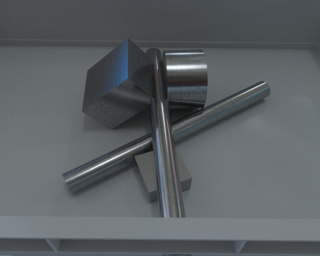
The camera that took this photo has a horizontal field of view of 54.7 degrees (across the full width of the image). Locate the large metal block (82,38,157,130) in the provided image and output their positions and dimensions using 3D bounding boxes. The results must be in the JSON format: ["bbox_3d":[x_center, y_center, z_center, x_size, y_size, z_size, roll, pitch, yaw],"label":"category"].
[{"bbox_3d":[-0.053,-0.057,0.409,0.080,0.050,0.080,-31,44,27],"label":"large metal block"}]

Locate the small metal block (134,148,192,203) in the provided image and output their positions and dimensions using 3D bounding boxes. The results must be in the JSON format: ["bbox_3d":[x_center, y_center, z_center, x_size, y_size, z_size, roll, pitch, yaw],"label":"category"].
[{"bbox_3d":[0.003,0.052,0.360,0.050,0.025,0.050,-17,52,-14],"label":"small metal block"}]

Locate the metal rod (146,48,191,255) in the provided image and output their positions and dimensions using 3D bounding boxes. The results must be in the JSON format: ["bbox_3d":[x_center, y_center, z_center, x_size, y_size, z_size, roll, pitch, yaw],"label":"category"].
[{"bbox_3d":[0.002,0.003,0.367,0.025,0.025,0.300,-4,49,-3],"label":"metal rod"}]

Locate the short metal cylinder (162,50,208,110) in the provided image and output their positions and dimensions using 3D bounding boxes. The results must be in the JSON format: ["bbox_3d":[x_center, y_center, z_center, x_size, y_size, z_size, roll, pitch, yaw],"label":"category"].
[{"bbox_3d":[0.031,-0.065,0.422,0.050,0.080,0.080,-2,50,-4],"label":"short metal cylinder"}]

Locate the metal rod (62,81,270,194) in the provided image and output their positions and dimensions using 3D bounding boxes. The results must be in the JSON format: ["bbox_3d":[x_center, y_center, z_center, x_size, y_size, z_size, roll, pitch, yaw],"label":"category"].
[{"bbox_3d":[0.023,0.003,0.400,0.302,0.025,0.025,-25,55,-20],"label":"metal rod"}]
